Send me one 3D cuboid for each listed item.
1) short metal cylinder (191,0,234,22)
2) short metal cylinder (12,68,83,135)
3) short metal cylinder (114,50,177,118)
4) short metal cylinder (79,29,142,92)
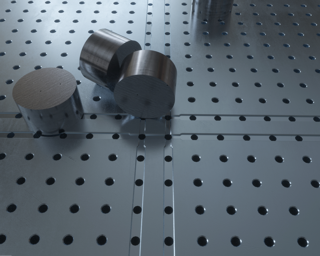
[{"bbox_3d":[0.103,-0.250,0.603,0.081,0.050,0.080,0,50,0],"label":"short metal cylinder"},{"bbox_3d":[-0.149,-0.037,0.421,0.081,0.050,0.080,0,50,0],"label":"short metal cylinder"},{"bbox_3d":[-0.018,-0.058,0.421,0.080,0.080,0.050,4,50,3],"label":"short metal cylinder"},{"bbox_3d":[-0.070,-0.098,0.453,0.050,0.080,0.080,29,56,21],"label":"short metal cylinder"}]
